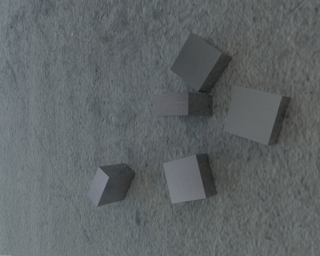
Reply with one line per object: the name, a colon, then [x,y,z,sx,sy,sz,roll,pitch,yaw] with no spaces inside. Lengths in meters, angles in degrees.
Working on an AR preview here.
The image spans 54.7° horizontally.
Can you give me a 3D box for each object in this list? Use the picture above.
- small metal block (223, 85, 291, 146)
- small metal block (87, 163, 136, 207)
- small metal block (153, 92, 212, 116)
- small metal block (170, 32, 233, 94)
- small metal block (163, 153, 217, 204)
small metal block: [0.100,-0.014,0.322,0.050,0.025,0.050,21,103,37]
small metal block: [-0.069,0.080,0.443,0.025,0.050,0.050,37,113,33]
small metal block: [0.027,-0.026,0.365,0.050,0.050,0.025,1,91,39]
small metal block: [0.048,-0.076,0.364,0.050,0.025,0.050,45,117,30]
small metal block: [0.036,0.061,0.374,0.050,0.025,0.050,-20,77,38]
